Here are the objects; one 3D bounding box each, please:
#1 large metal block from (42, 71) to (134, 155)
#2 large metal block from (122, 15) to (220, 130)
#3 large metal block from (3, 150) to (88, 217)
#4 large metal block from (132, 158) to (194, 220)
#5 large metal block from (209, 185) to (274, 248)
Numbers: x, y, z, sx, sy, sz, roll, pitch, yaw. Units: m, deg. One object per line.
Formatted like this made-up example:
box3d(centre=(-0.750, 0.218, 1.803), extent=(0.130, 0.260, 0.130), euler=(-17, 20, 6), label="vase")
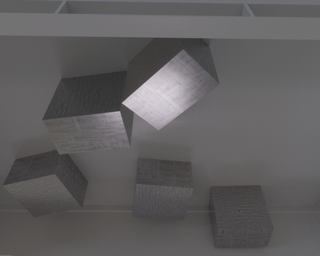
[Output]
box3d(centre=(-0.076, -0.019, 0.356), extent=(0.080, 0.080, 0.050), euler=(-6, 130, 5), label="large metal block")
box3d(centre=(0.009, -0.058, 0.323), extent=(0.080, 0.080, 0.050), euler=(-37, 121, 27), label="large metal block")
box3d(centre=(-0.166, 0.083, 0.462), extent=(0.080, 0.050, 0.080), euler=(-13, 129, 11), label="large metal block")
box3d(centre=(0.002, 0.094, 0.473), extent=(0.081, 0.050, 0.079), euler=(6, 130, -5), label="large metal block")
box3d(centre=(0.125, 0.139, 0.492), extent=(0.080, 0.080, 0.050), euler=(-1, 130, 1), label="large metal block")
